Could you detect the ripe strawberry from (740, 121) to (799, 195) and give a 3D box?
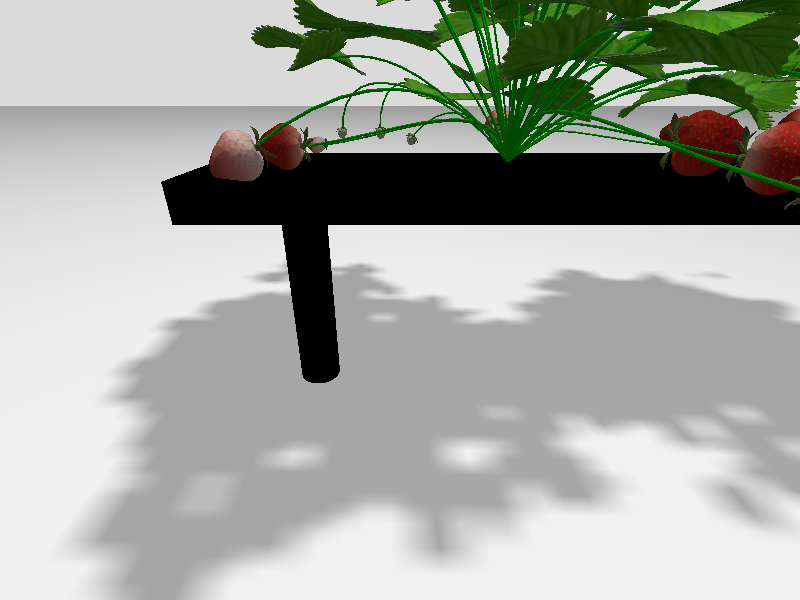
[{"bbox_3d":[0.215,-0.077,0.220,0.040,0.039,0.037,24,36,37],"label":"ripe strawberry"}]

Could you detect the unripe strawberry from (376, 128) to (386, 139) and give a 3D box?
[{"bbox_3d":[-0.022,-0.185,0.445,0.011,0.011,0.011,-21,34,-35],"label":"unripe strawberry"}]

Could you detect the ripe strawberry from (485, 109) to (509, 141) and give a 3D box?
[{"bbox_3d":[0.120,-0.210,0.482,0.034,0.036,0.037,4,27,9],"label":"ripe strawberry"}]

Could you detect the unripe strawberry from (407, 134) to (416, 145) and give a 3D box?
[{"bbox_3d":[0.012,-0.175,0.438,0.010,0.011,0.011,-17,-9,-29],"label":"unripe strawberry"}]

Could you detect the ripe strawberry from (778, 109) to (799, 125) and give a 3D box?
[{"bbox_3d":[0.495,-0.220,0.502,0.034,0.036,0.037,-6,19,-11],"label":"ripe strawberry"}]

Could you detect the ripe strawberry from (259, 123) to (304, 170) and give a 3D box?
[{"bbox_3d":[-0.089,-0.114,0.297,0.034,0.033,0.031,-6,28,-9],"label":"ripe strawberry"}]

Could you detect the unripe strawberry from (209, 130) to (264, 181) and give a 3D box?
[{"bbox_3d":[-0.104,-0.088,0.251,0.033,0.032,0.030,-30,35,-10],"label":"unripe strawberry"}]

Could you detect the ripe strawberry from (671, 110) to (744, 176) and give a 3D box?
[{"bbox_3d":[0.201,-0.101,0.261,0.039,0.041,0.036,17,32,28],"label":"ripe strawberry"}]

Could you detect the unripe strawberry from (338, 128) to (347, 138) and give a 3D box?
[{"bbox_3d":[-0.057,-0.166,0.397,0.010,0.010,0.009,14,30,25],"label":"unripe strawberry"}]

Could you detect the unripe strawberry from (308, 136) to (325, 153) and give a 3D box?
[{"bbox_3d":[-0.078,-0.145,0.373,0.017,0.014,0.017,7,28,14],"label":"unripe strawberry"}]

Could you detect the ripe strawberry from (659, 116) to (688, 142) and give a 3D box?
[{"bbox_3d":[0.271,-0.162,0.390,0.031,0.031,0.034,3,27,15],"label":"ripe strawberry"}]
